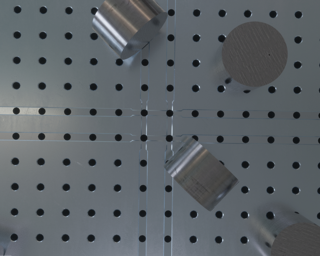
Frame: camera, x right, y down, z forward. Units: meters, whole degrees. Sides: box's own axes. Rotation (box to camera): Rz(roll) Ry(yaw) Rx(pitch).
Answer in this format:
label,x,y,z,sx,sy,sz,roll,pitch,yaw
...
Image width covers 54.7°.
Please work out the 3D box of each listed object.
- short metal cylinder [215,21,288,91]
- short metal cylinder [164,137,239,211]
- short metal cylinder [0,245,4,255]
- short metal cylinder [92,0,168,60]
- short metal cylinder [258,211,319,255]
label,x,y,z,sx,sy,sz,roll,pitch,yaw
short metal cylinder,0.115,-0.090,0.402,0.081,0.050,0.079,0,90,0
short metal cylinder,0.051,0.057,0.386,0.080,0.080,0.050,43,90,0
short metal cylinder,-0.241,0.179,0.384,0.050,0.080,0.080,17,90,0
short metal cylinder,-0.037,-0.132,0.385,0.080,0.080,0.050,-43,90,0
short metal cylinder,0.175,0.155,0.402,0.081,0.050,0.079,0,90,0
